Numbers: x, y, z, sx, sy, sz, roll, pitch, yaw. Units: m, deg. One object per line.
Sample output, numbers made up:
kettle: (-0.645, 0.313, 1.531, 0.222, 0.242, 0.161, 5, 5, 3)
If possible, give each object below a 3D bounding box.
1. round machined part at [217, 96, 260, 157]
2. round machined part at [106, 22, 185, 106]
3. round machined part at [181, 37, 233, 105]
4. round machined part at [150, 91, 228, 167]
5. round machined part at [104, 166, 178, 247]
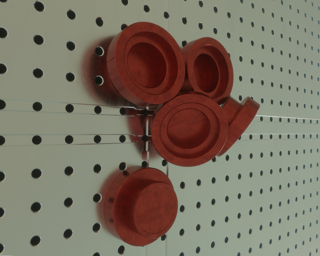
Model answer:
round machined part: (0.100, -0.009, 0.460, 0.042, 0.098, 0.098, 37, 62, 4)
round machined part: (-0.020, -0.074, 0.377, 0.099, 0.042, 0.097, 5, 82, -35)
round machined part: (0.060, -0.078, 0.449, 0.099, 0.042, 0.097, 2, 87, -40)
round machined part: (0.036, -0.002, 0.410, 0.099, 0.042, 0.097, -1, 108, -4)
round machined part: (-0.016, 0.098, 0.387, 0.099, 0.042, 0.097, 0, 90, -40)
